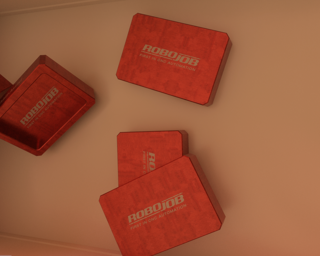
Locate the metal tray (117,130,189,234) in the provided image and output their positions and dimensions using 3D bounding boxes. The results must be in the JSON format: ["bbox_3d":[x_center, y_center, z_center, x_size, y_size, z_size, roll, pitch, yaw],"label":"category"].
[{"bbox_3d":[-0.008,0.069,0.410,0.090,0.030,0.129,-2,89,19],"label":"metal tray"}]

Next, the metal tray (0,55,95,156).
[{"bbox_3d":[-0.167,-0.027,0.434,0.130,0.090,0.030,-41,38,15],"label":"metal tray"}]

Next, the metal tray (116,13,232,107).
[{"bbox_3d":[0.016,-0.089,0.401,0.130,0.030,0.089,19,96,18],"label":"metal tray"}]

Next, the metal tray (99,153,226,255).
[{"bbox_3d":[0.000,0.097,0.375,0.130,0.030,0.090,-28,81,17],"label":"metal tray"}]

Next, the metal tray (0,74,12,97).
[{"bbox_3d":[-0.264,-0.016,0.411,0.030,0.130,0.090,43,124,-9],"label":"metal tray"}]
